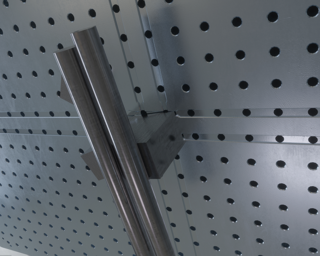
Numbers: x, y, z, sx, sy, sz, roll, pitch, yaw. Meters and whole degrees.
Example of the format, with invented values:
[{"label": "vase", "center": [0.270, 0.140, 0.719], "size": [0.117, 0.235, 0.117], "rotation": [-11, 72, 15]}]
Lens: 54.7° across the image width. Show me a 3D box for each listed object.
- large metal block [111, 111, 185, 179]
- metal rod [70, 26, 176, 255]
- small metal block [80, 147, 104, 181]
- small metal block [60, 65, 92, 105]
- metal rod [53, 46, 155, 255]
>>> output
[{"label": "large metal block", "center": [-0.025, 0.022, 0.402], "size": [0.080, 0.080, 0.050], "rotation": [-6, 116, 31]}, {"label": "metal rod", "center": [-0.032, 0.039, 0.348], "size": [0.025, 0.025, 0.298], "rotation": [-3, 117, 29]}, {"label": "small metal block", "center": [-0.088, 0.051, 0.489], "size": [0.050, 0.025, 0.050], "rotation": [-23, 106, 36]}, {"label": "small metal block", "center": [-0.110, -0.057, 0.434], "size": [0.050, 0.025, 0.050], "rotation": [26, 128, 11]}, {"label": "metal rod", "center": [-0.056, 0.052, 0.369], "size": [0.025, 0.025, 0.298], "rotation": [-2, 118, 29]}]
